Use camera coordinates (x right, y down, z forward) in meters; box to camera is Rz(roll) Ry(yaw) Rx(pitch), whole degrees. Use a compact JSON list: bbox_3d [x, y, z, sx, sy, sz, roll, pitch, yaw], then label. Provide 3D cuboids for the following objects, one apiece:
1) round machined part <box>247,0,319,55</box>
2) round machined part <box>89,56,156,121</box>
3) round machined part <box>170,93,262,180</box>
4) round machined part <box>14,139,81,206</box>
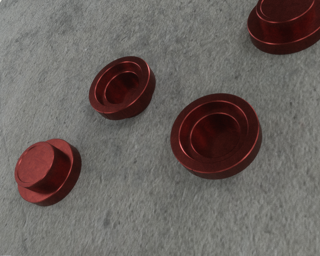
[{"bbox_3d":[0.162,-0.146,0.397,0.098,0.042,0.098,-13,56,20],"label":"round machined part"},{"bbox_3d":[-0.050,-0.053,0.450,0.098,0.042,0.098,-13,56,20],"label":"round machined part"},{"bbox_3d":[0.065,0.013,0.351,0.098,0.042,0.098,-13,56,20],"label":"round machined part"},{"bbox_3d":[-0.166,0.058,0.442,0.098,0.042,0.098,-13,56,20],"label":"round machined part"}]
